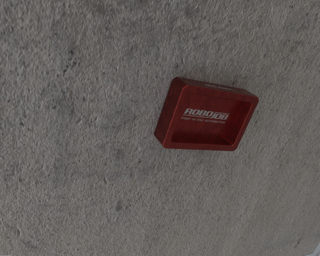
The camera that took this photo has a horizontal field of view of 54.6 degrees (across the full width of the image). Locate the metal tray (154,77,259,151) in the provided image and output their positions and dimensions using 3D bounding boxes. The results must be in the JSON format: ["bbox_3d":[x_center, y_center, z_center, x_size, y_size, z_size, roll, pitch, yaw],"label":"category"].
[{"bbox_3d":[0.065,-0.015,0.428,0.131,0.030,0.089,5,116,-31],"label":"metal tray"}]
